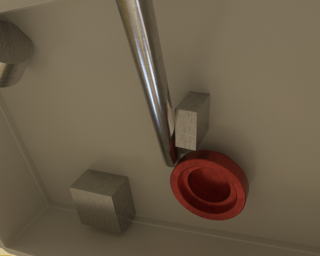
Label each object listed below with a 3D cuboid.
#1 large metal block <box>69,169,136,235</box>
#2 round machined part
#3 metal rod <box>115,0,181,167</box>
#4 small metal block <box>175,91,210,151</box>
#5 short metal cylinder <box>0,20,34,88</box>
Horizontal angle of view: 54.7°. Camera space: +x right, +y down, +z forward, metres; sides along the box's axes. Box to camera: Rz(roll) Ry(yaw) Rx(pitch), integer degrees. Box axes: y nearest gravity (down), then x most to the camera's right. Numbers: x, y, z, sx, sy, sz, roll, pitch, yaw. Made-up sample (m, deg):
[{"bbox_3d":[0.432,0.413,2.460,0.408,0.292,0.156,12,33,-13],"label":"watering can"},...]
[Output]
[{"bbox_3d":[-0.093,0.121,0.514,0.080,0.050,0.079,6,121,24],"label":"large metal block"},{"bbox_3d":[0.066,0.069,0.405,0.098,0.042,0.097,13,124,20],"label":"round machined part"},{"bbox_3d":[-0.004,-0.035,0.302,0.025,0.025,0.299,16,153,18],"label":"metal rod"},{"bbox_3d":[0.039,-0.009,0.365,0.025,0.050,0.050,11,123,22],"label":"small metal block"},{"bbox_3d":[-0.223,-0.102,0.425,0.080,0.080,0.050,44,129,-3],"label":"short metal cylinder"}]
